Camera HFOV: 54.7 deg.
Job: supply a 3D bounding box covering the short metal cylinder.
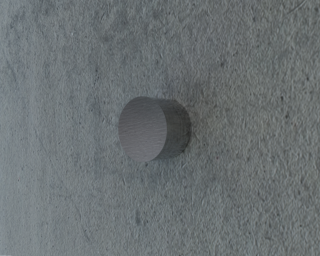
[{"bbox_3d":[-0.007,0.001,0.394,0.080,0.050,0.079,0,90,39],"label":"short metal cylinder"}]
